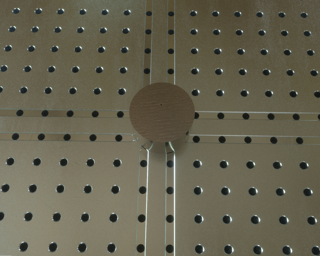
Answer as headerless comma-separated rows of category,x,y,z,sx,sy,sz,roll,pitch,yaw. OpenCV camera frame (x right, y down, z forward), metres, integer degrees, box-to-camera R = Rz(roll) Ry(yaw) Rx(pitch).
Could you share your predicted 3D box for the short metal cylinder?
short metal cylinder,0.003,-0.012,0.403,0.080,0.050,0.080,0,70,0
